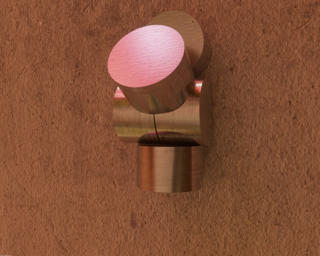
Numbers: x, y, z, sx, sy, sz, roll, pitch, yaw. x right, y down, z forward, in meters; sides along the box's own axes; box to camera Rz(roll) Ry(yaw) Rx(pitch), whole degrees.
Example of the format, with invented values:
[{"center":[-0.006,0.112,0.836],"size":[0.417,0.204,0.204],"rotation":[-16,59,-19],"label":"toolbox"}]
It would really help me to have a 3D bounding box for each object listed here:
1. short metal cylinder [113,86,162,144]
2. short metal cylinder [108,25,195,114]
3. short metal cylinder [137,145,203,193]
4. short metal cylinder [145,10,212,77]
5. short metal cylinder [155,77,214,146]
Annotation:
[{"center":[-0.017,-0.020,0.387],"size":[0.050,0.080,0.079],"rotation":[1,90,19],"label":"short metal cylinder"},{"center":[-0.008,-0.061,0.329],"size":[0.080,0.050,0.080],"rotation":[-8,59,14],"label":"short metal cylinder"},{"center":[0.012,0.045,0.376],"size":[0.080,0.080,0.050],"rotation":[0,90,19],"label":"short metal cylinder"},{"center":[0.020,-0.099,0.390],"size":[0.080,0.050,0.079],"rotation":[0,90,19],"label":"short metal cylinder"},{"center":[0.032,-0.019,0.369],"size":[0.050,0.080,0.079],"rotation":[0,90,20],"label":"short metal cylinder"}]
